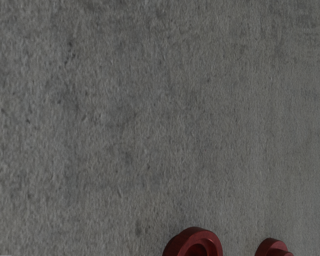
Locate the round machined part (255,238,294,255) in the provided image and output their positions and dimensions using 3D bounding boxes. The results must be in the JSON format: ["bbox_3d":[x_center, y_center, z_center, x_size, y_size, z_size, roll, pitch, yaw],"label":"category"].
[{"bbox_3d":[0.219,0.262,0.582,0.099,0.042,0.097,0,90,-40],"label":"round machined part"}]

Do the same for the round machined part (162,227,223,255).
[{"bbox_3d":[0.040,0.187,0.430,0.099,0.042,0.097,0,90,-40],"label":"round machined part"}]
